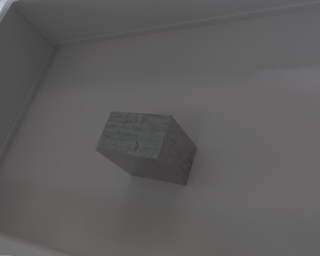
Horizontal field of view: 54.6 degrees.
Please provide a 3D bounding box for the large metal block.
[{"bbox_3d":[-0.013,0.024,0.363,0.080,0.080,0.050,5,65,31],"label":"large metal block"}]
